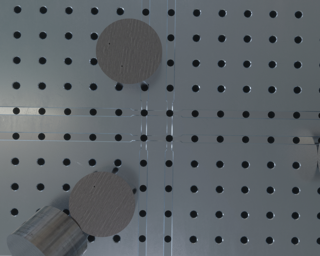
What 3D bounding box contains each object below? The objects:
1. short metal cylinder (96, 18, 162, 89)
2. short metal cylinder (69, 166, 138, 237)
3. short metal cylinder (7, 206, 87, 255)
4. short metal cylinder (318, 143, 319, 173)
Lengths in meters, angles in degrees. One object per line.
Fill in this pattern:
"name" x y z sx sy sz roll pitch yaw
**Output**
"short metal cylinder" -0.037 -0.093 0.400 0.081 0.050 0.079 0 90 0
"short metal cylinder" -0.070 0.092 0.400 0.081 0.050 0.079 0 90 0
"short metal cylinder" -0.138 0.144 0.380 0.080 0.050 0.079 15 124 24
"short metal cylinder" 0.243 0.041 0.388 0.050 0.080 0.079 0 90 0
